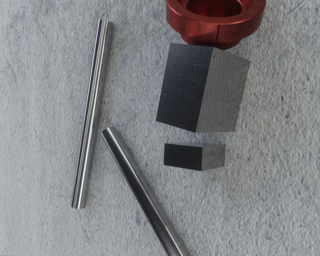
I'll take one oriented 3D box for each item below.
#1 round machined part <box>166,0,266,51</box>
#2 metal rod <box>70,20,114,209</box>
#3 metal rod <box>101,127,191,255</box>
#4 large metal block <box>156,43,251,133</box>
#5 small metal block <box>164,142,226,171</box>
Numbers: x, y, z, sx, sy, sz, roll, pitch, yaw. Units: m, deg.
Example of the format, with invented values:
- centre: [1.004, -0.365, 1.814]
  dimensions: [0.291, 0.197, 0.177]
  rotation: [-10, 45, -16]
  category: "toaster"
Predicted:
- centre: [0.055, -0.117, 0.323]
  dimensions: [0.098, 0.099, 0.042]
  rotation: [44, 154, 30]
  category: "round machined part"
- centre: [-0.109, -0.016, 0.491]
  dimensions: [0.025, 0.025, 0.298]
  rotation: [17, 101, 38]
  category: "metal rod"
- centre: [-0.002, 0.120, 0.404]
  dimensions: [0.025, 0.025, 0.299]
  rotation: [-48, 62, 29]
  category: "metal rod"
- centre: [0.047, -0.040, 0.329]
  dimensions: [0.050, 0.081, 0.079]
  rotation: [18, 101, 38]
  category: "large metal block"
- centre: [0.040, 0.031, 0.354]
  dimensions: [0.050, 0.050, 0.025]
  rotation: [4, 93, 39]
  category: "small metal block"
